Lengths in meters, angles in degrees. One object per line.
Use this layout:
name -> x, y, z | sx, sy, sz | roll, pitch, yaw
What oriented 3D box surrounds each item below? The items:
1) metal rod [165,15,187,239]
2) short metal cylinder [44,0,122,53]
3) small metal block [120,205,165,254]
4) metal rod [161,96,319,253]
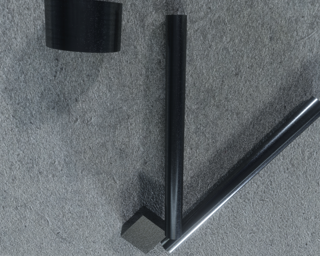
metal rod -> 0.019, 0.011, 0.404 | 0.025, 0.025, 0.298 | 0, 107, 0
short metal cylinder -> -0.083, -0.113, 0.338 | 0.081, 0.080, 0.050 | 5, 110, -2
small metal block -> -0.023, 0.153, 0.466 | 0.050, 0.025, 0.050 | 40, 105, -14
metal rod -> 0.108, 0.074, 0.437 | 0.025, 0.025, 0.299 | 39, 105, -13
